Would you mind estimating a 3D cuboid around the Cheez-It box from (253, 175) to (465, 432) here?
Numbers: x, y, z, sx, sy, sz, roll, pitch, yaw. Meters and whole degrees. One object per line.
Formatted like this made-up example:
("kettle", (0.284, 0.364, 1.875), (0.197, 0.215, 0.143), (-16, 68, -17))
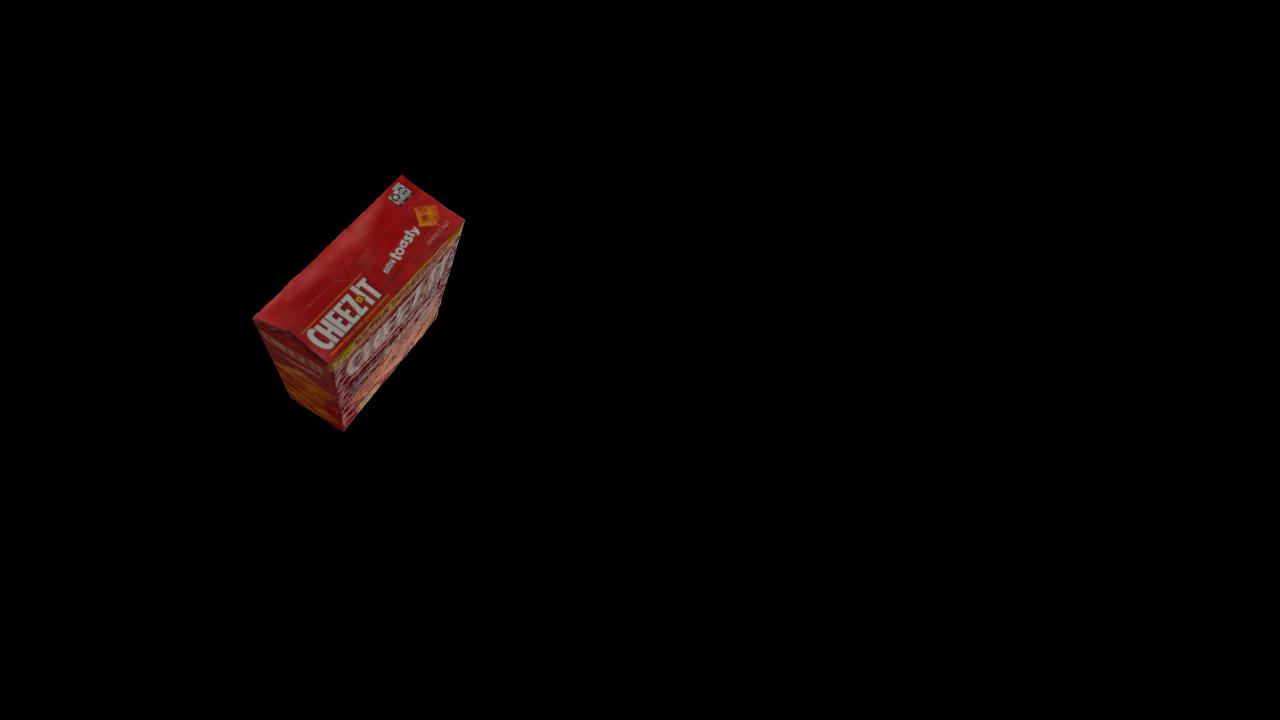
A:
("Cheez-It box", (-0.246, -0.040, 0.559), (0.071, 0.166, 0.223), (35, -29, -9))
